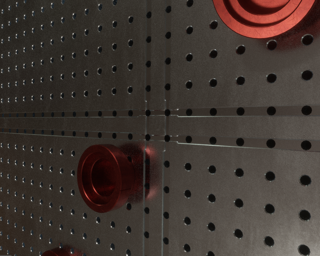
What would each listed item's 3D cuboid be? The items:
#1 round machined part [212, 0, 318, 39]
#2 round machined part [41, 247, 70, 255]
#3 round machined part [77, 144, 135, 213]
[{"bbox_3d":[0.103,-0.139,0.297,0.098,0.042,0.097,15,121,26],"label":"round machined part"},{"bbox_3d":[-0.194,0.270,0.555,0.098,0.042,0.097,0,90,39],"label":"round machined part"},{"bbox_3d":[-0.076,0.072,0.458,0.098,0.042,0.097,0,90,39],"label":"round machined part"}]
